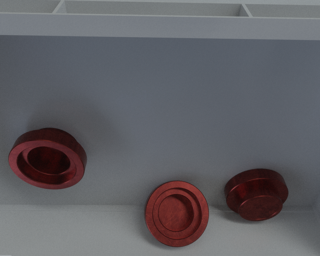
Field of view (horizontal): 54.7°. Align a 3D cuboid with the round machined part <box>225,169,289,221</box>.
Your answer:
[{"bbox_3d":[0.156,0.113,0.497,0.099,0.042,0.097,-1,130,0],"label":"round machined part"}]

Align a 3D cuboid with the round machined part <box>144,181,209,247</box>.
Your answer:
[{"bbox_3d":[0.024,0.133,0.488,0.099,0.098,0.042,8,168,-8],"label":"round machined part"}]

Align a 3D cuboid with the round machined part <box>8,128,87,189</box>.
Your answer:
[{"bbox_3d":[-0.150,0.038,0.428,0.099,0.042,0.097,-1,130,0],"label":"round machined part"}]
